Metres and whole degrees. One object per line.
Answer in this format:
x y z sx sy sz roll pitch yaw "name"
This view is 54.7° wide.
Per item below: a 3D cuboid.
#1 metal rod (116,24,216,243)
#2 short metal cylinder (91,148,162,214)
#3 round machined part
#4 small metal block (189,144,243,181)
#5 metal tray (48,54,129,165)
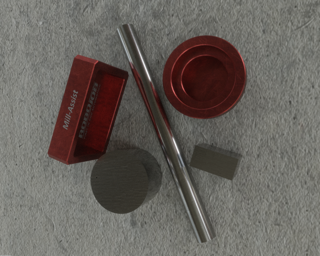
0.005 0.001 0.408 0.025 0.025 0.299 -23 82 18 "metal rod"
-0.043 0.067 0.411 0.080 0.050 0.079 0 90 19 "short metal cylinder"
0.056 -0.060 0.381 0.098 0.042 0.097 0 90 19 "round machined part"
0.068 0.039 0.369 0.050 0.050 0.025 18 96 19 "small metal block"
-0.090 -0.022 0.406 0.030 0.090 0.129 20 96 19 "metal tray"
